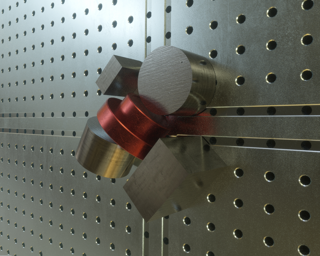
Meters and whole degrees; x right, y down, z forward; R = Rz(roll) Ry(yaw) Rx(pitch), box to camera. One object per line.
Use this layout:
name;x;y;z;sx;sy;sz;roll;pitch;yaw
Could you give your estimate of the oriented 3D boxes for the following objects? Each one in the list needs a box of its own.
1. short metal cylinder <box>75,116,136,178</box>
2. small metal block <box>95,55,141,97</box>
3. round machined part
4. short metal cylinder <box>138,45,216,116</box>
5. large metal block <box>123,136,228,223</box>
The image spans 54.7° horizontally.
short metal cylinder;-0.070;0.025;0.428;0.080;0.081;0.050;38;113;33
small metal block;-0.053;-0.071;0.434;0.050;0.050;0.025;-49;61;28
round machined part;-0.024;-0.006;0.380;0.042;0.098;0.098;-49;61;14
short metal cylinder;0.020;-0.055;0.375;0.080;0.050;0.079;0;90;39
large metal block;0.018;0.056;0.357;0.050;0.081;0.080;51;120;27
